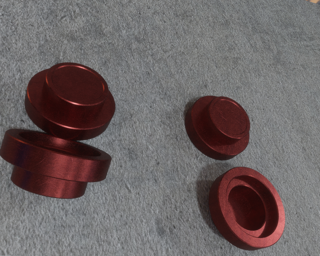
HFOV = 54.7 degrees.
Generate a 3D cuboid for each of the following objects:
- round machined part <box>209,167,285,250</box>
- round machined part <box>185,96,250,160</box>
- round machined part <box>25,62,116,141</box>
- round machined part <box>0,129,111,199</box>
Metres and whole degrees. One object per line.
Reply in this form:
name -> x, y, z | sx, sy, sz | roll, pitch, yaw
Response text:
round machined part -> 0.102, 0.101, 0.386 | 0.099, 0.042, 0.098 | 14, 56, -21
round machined part -> 0.089, -0.006, 0.444 | 0.099, 0.042, 0.098 | 14, 56, -21
round machined part -> -0.097, -0.037, 0.351 | 0.099, 0.042, 0.098 | 18, 43, -17
round machined part -> -0.100, 0.035, 0.294 | 0.099, 0.098, 0.042 | 17, 91, -19
